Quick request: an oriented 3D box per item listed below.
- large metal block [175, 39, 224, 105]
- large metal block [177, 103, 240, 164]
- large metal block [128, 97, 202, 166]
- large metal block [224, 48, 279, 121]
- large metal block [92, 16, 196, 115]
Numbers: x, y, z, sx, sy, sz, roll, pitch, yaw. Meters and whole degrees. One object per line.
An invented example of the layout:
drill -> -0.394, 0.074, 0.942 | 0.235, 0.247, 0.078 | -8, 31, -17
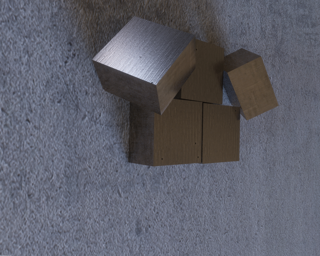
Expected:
large metal block -> 0.042, -0.075, 0.428 | 0.081, 0.050, 0.080 | 4, 88, -40
large metal block -> 0.071, 0.008, 0.449 | 0.081, 0.050, 0.079 | 2, 89, -40
large metal block -> 0.008, 0.005, 0.398 | 0.081, 0.050, 0.079 | 2, 89, -40
large metal block -> 0.129, -0.069, 0.473 | 0.050, 0.080, 0.080 | -26, 112, 6
large metal block -> -0.014, -0.072, 0.351 | 0.080, 0.080, 0.050 | -55, 157, -26
